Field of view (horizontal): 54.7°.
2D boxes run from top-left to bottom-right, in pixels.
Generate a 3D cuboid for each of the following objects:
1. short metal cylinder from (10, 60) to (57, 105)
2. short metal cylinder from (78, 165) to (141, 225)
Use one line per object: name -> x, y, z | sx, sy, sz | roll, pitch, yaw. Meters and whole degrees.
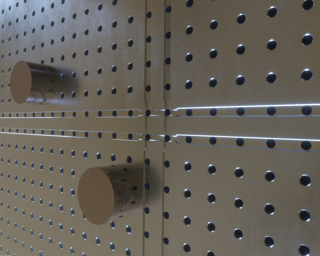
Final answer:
short metal cylinder -> -0.240, -0.084, 0.587 | 0.080, 0.050, 0.079 | 0, 90, 39
short metal cylinder -> -0.075, 0.095, 0.452 | 0.080, 0.050, 0.079 | 0, 90, 39
